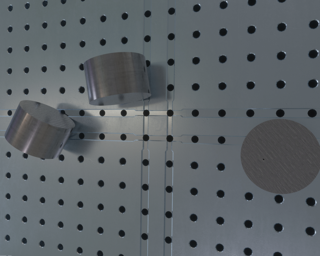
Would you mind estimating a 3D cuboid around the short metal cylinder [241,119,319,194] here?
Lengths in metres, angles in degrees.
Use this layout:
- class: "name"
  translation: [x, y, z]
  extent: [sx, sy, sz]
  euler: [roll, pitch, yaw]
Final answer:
- class: "short metal cylinder"
  translation: [0.135, 0.030, 0.351]
  extent: [0.080, 0.050, 0.080]
  euler: [0, 90, 20]

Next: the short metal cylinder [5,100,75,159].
- class: "short metal cylinder"
  translation: [-0.171, 0.002, 0.444]
  extent: [0.080, 0.080, 0.050]
  euler: [33, 101, 17]

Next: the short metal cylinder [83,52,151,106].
- class: "short metal cylinder"
  translation: [-0.055, -0.061, 0.403]
  extent: [0.080, 0.080, 0.050]
  euler: [-10, 87, 20]
